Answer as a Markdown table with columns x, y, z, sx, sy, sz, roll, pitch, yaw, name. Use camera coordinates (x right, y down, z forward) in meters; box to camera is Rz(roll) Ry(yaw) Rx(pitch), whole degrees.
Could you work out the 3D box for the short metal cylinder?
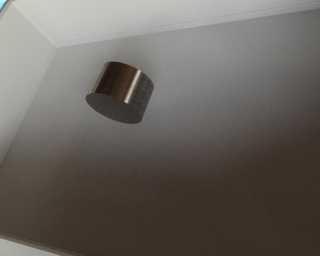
| x | y | z | sx | sy | sz | roll | pitch | yaw | name |
| --- | --- | --- | --- | --- | --- | --- | --- | --- | --- |
| -0.055 | -0.047 | 0.428 | 0.080 | 0.080 | 0.050 | 6 | 65 | 31 | short metal cylinder |
